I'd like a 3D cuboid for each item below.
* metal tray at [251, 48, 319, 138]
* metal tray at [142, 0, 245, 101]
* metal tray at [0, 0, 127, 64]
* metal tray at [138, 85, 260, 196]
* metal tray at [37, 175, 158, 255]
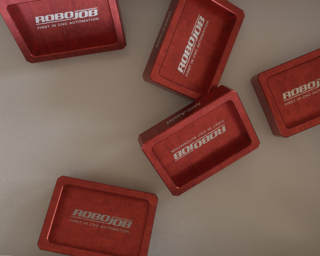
[{"bbox_3d":[0.200,-0.052,0.410,0.131,0.030,0.090,-23,90,0],"label":"metal tray"},{"bbox_3d":[0.043,-0.105,0.392,0.091,0.030,0.129,21,90,-23],"label":"metal tray"},{"bbox_3d":[-0.114,-0.132,0.378,0.131,0.090,0.030,-9,50,0],"label":"metal tray"},{"bbox_3d":[0.050,0.017,0.392,0.130,0.030,0.090,-31,114,0],"label":"metal tray"},{"bbox_3d":[-0.075,0.118,0.394,0.131,0.030,0.090,12,70,0],"label":"metal tray"}]
